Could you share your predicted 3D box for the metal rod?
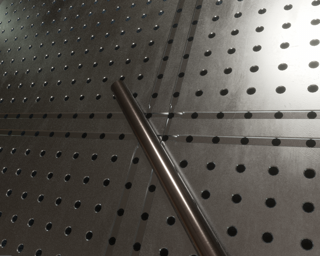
[{"bbox_3d":[-0.003,0.037,0.385,0.025,0.025,0.300,-35,51,5],"label":"metal rod"}]
